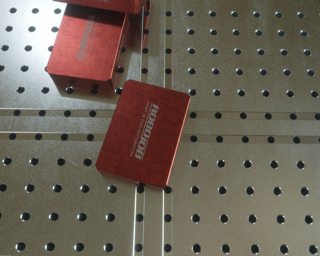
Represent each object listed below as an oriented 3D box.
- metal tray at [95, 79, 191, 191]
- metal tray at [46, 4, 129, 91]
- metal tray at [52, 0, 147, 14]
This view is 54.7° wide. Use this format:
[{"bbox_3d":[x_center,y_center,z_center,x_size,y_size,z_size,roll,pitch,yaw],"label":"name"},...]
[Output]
[{"bbox_3d":[-0.019,0.007,0.406,0.090,0.030,0.130,15,70,5],"label":"metal tray"},{"bbox_3d":[-0.102,-0.124,0.453,0.091,0.030,0.130,8,70,2],"label":"metal tray"},{"bbox_3d":[-0.085,-0.210,0.461,0.131,0.030,0.090,11,42,5],"label":"metal tray"}]
